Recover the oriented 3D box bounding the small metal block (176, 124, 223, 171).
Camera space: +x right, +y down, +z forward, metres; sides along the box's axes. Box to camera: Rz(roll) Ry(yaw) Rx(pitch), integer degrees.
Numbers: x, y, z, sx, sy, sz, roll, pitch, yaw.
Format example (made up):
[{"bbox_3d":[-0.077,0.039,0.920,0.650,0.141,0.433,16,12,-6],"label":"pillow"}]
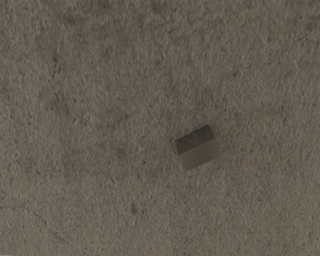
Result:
[{"bbox_3d":[0.050,0.025,0.406,0.050,0.050,0.025,-26,108,9],"label":"small metal block"}]
